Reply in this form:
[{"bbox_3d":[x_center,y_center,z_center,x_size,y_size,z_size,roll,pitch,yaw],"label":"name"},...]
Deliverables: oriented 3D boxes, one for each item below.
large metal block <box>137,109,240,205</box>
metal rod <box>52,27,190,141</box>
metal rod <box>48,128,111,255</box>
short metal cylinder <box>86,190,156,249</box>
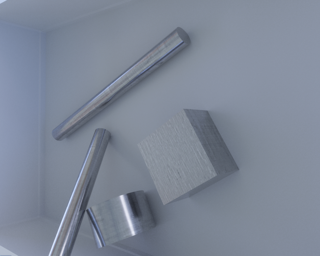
[{"bbox_3d":[0.031,0.033,0.364,0.080,0.050,0.080,-38,67,33],"label":"large metal block"},{"bbox_3d":[-0.076,-0.051,0.466,0.299,0.025,0.025,-31,71,35],"label":"metal rod"},{"bbox_3d":[-0.114,0.125,0.391,0.025,0.025,0.300,-23,41,37],"label":"metal rod"},{"bbox_3d":[-0.052,0.121,0.411,0.080,0.081,0.050,-32,70,35],"label":"short metal cylinder"}]
